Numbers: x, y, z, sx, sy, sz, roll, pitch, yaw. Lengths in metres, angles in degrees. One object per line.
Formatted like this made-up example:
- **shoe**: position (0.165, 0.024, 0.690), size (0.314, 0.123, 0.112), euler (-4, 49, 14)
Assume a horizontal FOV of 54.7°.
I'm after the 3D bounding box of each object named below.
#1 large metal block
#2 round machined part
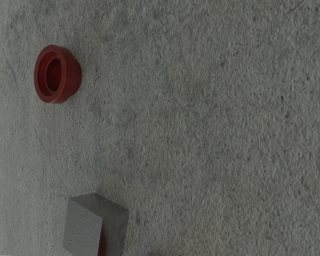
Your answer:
- **large metal block**: position (-0.098, 0.153, 0.467), size (0.080, 0.050, 0.079), euler (15, 100, 38)
- **round machined part**: position (-0.172, -0.090, 0.533), size (0.098, 0.042, 0.097), euler (0, 90, 39)
